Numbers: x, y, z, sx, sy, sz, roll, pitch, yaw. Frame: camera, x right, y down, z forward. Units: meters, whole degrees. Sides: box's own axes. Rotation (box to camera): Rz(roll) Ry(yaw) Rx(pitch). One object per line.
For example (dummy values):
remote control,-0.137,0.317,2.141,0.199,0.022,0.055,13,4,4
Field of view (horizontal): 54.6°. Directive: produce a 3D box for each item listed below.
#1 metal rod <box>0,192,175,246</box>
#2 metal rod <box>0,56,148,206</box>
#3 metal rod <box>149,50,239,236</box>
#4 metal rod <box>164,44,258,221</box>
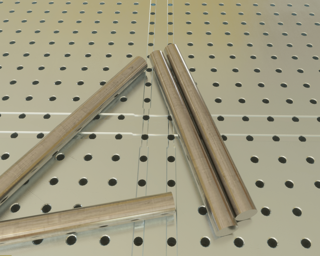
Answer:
metal rod,-0.134,0.104,0.319,0.302,0.025,0.025,-8,51,-7
metal rod,-0.113,-0.007,0.413,0.025,0.025,0.301,27,55,21
metal rod,0.032,-0.005,0.412,0.025,0.025,0.300,-11,51,-9
metal rod,0.055,-0.019,0.423,0.025,0.025,0.300,-11,51,-9
